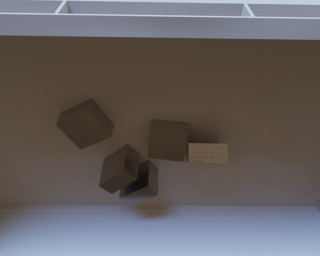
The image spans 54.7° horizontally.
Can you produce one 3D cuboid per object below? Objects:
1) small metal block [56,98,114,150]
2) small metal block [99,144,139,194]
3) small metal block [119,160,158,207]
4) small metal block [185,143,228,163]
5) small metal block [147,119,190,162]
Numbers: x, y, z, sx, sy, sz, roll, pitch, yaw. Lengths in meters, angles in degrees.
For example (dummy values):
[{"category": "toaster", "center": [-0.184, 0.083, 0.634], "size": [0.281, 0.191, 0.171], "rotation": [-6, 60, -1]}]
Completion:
[{"category": "small metal block", "center": [-0.097, -0.004, 0.404], "size": [0.050, 0.025, 0.050], "rotation": [-22, 127, 17]}, {"category": "small metal block", "center": [-0.057, 0.058, 0.442], "size": [0.050, 0.050, 0.025], "rotation": [-35, 122, 25]}, {"category": "small metal block", "center": [-0.031, 0.082, 0.462], "size": [0.050, 0.050, 0.025], "rotation": [-26, 126, 20]}, {"category": "small metal block", "center": [0.061, 0.034, 0.420], "size": [0.050, 0.025, 0.050], "rotation": [1, 175, -2]}, {"category": "small metal block", "center": [0.011, 0.017, 0.423], "size": [0.050, 0.025, 0.050], "rotation": [7, 130, -3]}]
